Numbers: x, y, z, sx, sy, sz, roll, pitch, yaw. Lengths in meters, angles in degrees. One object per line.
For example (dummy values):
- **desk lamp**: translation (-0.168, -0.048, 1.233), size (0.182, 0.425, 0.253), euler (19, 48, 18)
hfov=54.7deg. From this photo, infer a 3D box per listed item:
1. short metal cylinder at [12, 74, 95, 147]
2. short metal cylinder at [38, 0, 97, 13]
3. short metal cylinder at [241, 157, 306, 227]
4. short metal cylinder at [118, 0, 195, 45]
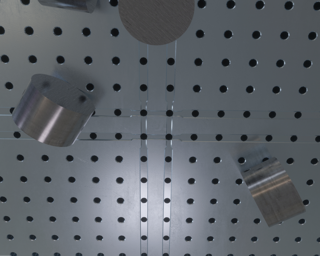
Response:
- **short metal cylinder**: translation (-0.127, -0.022, 0.375), size (0.080, 0.080, 0.050), euler (32, 107, -11)
- **short metal cylinder**: translation (-0.094, -0.165, 0.322), size (0.050, 0.080, 0.079), euler (8, 110, -3)
- **short metal cylinder**: translation (0.150, 0.086, 0.417), size (0.050, 0.080, 0.080), euler (-28, 108, 10)
- **short metal cylinder**: translation (-0.004, -0.137, 0.350), size (0.081, 0.050, 0.079), euler (0, 110, 0)
